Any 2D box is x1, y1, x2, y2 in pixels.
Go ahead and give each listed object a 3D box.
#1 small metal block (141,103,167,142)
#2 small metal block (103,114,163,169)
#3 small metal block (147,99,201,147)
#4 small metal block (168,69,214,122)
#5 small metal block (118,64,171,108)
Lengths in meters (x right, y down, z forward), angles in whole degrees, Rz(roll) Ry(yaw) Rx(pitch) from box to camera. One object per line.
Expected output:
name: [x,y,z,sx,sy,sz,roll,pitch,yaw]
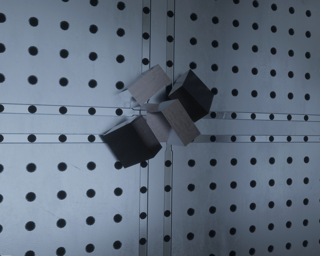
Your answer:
small metal block: [0.002,-0.006,0.413,0.050,0.025,0.050,1,90,-21]
small metal block: [-0.034,0.017,0.384,0.050,0.050,0.025,58,36,-11]
small metal block: [0.016,-0.006,0.378,0.025,0.050,0.050,-38,103,-17]
small metal block: [0.043,-0.044,0.414,0.050,0.025,0.050,44,36,-15]
small metal block: [-0.021,-0.051,0.391,0.050,0.050,0.025,-43,104,-15]
